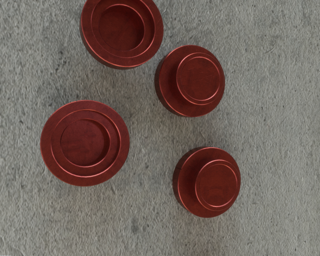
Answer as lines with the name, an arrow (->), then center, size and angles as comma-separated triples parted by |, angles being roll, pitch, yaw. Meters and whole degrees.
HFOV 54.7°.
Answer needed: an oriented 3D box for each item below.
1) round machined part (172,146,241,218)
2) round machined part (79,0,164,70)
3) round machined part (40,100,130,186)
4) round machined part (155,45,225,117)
round machined part -> 0.070, 0.075, 0.426 | 0.099, 0.042, 0.097 | 0, 90, -20
round machined part -> -0.049, -0.120, 0.382 | 0.099, 0.042, 0.097 | 0, 90, -20
round machined part -> -0.089, 0.017, 0.367 | 0.099, 0.042, 0.097 | 0, 90, -20
round machined part -> 0.046, -0.063, 0.417 | 0.099, 0.042, 0.097 | 0, 90, -20
